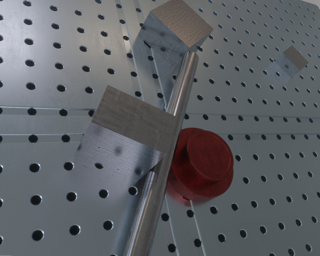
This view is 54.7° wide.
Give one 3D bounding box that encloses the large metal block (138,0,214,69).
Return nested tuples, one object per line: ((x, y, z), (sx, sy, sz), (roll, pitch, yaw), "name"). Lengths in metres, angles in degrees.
((0.026, -0.156, 0.501), (0.080, 0.050, 0.080), (44, 51, 2), "large metal block")

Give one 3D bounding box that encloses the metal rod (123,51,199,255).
((0.011, 0.012, 0.381), (0.025, 0.025, 0.300), (26, 54, -13), "metal rod")

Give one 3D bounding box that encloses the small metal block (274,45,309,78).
((0.271, -0.137, 0.637), (0.050, 0.025, 0.050), (49, 51, 6), "small metal block")

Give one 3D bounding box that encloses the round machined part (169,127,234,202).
((0.056, 0.042, 0.402), (0.099, 0.042, 0.098), (14, 56, -21), "round machined part")

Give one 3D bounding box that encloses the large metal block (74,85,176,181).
((-0.040, 0.009, 0.345), (0.080, 0.080, 0.050), (24, 53, -13), "large metal block")
